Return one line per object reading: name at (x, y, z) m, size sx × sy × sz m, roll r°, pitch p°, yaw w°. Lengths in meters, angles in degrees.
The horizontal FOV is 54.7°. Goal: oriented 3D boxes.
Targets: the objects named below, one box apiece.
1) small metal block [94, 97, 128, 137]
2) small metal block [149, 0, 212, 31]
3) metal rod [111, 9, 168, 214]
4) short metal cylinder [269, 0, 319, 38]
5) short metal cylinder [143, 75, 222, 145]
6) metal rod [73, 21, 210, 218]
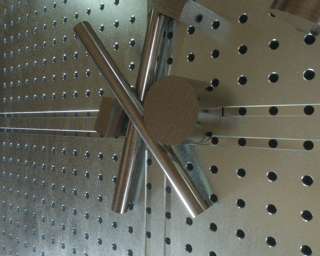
small metal block at (-0.061, -0.016, 0.444) m, size 0.025 × 0.050 × 0.050 m, roll 29°, pitch 108°, yaw 36°
small metal block at (0.025, -0.143, 0.373) m, size 0.050 × 0.050 × 0.025 m, roll 36°, pitch 112°, yaw 34°
metal rod at (-0.029, -0.023, 0.433) m, size 0.025 × 0.025 × 0.298 m, roll 20°, pitch 103°, yaw 38°
short metal cylinder at (0.140, -0.106, 0.258) m, size 0.080 × 0.081 × 0.050 m, roll 39°, pitch 114°, yaw 33°
short metal cylinder at (0.026, -0.020, 0.371) m, size 0.080 × 0.050 × 0.080 m, roll 0°, pitch 90°, yaw 40°
metal rod at (-0.031, -0.021, 0.404) m, size 0.025 × 0.025 × 0.299 m, roll -42°, pitch 74°, yaw 32°
